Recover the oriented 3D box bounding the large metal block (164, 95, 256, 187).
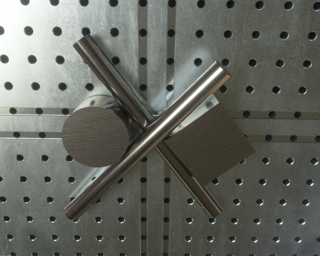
[{"bbox_3d":[0.062,0.014,0.401,0.080,0.050,0.080,-37,106,12],"label":"large metal block"}]

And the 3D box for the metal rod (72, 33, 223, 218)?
[{"bbox_3d":[-0.006,0.008,0.412,0.025,0.025,0.300,-34,107,11],"label":"metal rod"}]

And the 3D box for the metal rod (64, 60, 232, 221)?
[{"bbox_3d":[-0.030,0.030,0.398,0.025,0.025,0.299,41,113,-14],"label":"metal rod"}]

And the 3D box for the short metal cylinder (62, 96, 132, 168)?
[{"bbox_3d":[-0.078,0.004,0.397,0.081,0.050,0.079,0,110,0],"label":"short metal cylinder"}]
